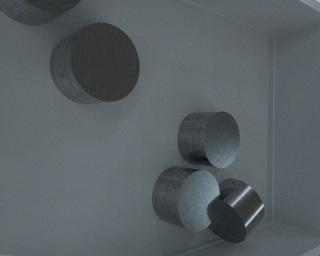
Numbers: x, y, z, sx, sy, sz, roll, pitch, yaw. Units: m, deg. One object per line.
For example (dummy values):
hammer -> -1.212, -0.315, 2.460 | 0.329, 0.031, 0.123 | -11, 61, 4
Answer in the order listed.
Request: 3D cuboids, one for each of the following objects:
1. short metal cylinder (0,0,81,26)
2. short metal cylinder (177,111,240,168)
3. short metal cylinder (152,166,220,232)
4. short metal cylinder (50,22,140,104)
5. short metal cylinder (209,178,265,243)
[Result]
short metal cylinder -> -0.117, -0.144, 0.293 | 0.081, 0.050, 0.079 | 0, 90, -40
short metal cylinder -> 0.072, 0.016, 0.453 | 0.081, 0.050, 0.079 | 0, 90, -40
short metal cylinder -> 0.036, 0.095, 0.423 | 0.081, 0.050, 0.079 | 0, 90, -40
short metal cylinder -> -0.069, -0.067, 0.334 | 0.081, 0.050, 0.079 | 0, 90, -40
short metal cylinder -> 0.107, 0.123, 0.464 | 0.050, 0.080, 0.080 | -31, 110, -36
